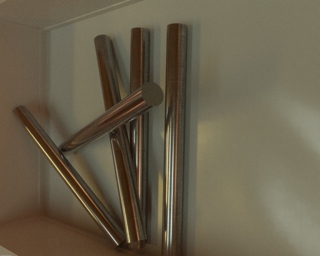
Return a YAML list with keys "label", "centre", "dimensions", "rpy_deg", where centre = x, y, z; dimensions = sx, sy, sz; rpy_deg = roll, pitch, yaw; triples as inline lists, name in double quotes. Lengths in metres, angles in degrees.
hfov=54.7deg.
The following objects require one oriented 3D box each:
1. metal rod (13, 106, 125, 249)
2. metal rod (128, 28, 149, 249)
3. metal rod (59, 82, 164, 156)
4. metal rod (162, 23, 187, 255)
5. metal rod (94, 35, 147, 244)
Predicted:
- label: "metal rod"
  centre: [-0.154, 0.068, 0.503]
  dimensions: [0.300, 0.025, 0.025]
  rpy_deg: [45, 117, 21]
- label: "metal rod"
  centre: [-0.030, 0.014, 0.429]
  dimensions: [0.025, 0.025, 0.298]
  rpy_deg: [1, 91, 39]
- label: "metal rod"
  centre: [-0.086, 0.002, 0.420]
  dimensions: [0.299, 0.025, 0.025]
  rpy_deg: [-24, 75, 55]
- label: "metal rod"
  centre: [0.018, 0.022, 0.390]
  dimensions: [0.025, 0.025, 0.298]
  rpy_deg: [2, 91, 39]
- label: "metal rod"
  centre: [-0.059, 0.000, 0.426]
  dimensions: [0.025, 0.025, 0.299]
  rpy_deg: [-28, 64, 36]
